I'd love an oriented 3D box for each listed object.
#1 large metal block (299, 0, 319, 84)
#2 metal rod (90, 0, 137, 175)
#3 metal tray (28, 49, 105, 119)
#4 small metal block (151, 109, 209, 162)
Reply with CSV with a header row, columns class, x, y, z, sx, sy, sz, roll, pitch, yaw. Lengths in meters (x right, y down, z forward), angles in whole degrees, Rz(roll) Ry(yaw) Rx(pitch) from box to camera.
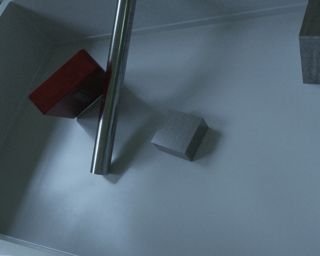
class,x,y,z,sx,sy,sz,roll,pitch,yaw
large metal block,0.188,-0.102,0.335,0.050,0.080,0.080,10,67,32
metal rod,-0.057,-0.087,0.409,0.025,0.025,0.298,10,91,32
metal tray,-0.116,-0.055,0.436,0.090,0.130,0.030,-41,89,0
small metal block,0.025,0.008,0.387,0.050,0.025,0.050,17,71,34
